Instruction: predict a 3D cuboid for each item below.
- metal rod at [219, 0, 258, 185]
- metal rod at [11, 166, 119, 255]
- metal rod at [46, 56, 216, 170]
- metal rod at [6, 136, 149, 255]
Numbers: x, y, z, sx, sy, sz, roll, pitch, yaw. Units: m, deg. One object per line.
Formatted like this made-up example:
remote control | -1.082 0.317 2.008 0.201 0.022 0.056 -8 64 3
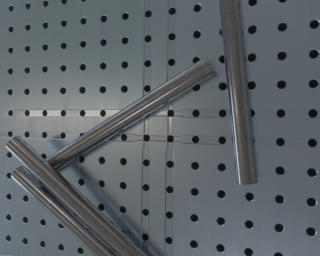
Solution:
metal rod | 0.092 -0.082 0.380 0.025 0.025 0.298 -6 88 20
metal rod | -0.109 0.155 0.451 0.300 0.025 0.025 36 102 16
metal rod | -0.059 -0.007 0.434 0.300 0.025 0.025 -31 80 17
metal rod | -0.102 0.116 0.432 0.300 0.025 0.025 40 103 9
